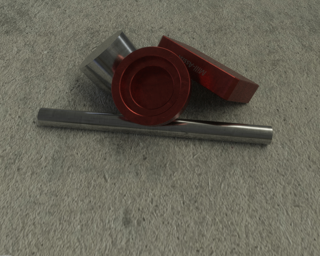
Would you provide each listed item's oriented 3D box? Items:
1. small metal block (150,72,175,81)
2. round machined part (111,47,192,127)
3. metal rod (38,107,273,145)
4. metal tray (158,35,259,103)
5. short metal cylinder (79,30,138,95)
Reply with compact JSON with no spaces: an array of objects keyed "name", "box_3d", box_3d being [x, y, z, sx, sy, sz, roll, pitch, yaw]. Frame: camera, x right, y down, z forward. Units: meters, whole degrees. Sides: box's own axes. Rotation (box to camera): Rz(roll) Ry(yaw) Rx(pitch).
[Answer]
[{"name":"small metal block","box_3d":[-0.001,-0.066,0.442,0.050,0.050,0.025,19,53,15]},{"name":"round machined part","box_3d":[-0.008,-0.050,0.395,0.098,0.042,0.097,-1,85,12]},{"name":"metal rod","box_3d":[-0.009,-0.003,0.407,0.302,0.025,0.025,5,50,4]},{"name":"metal tray","box_3d":[0.066,-0.082,0.438,0.130,0.030,0.091,38,21,27]},{"name":"short metal cylinder","box_3d":[-0.068,-0.093,0.441,0.080,0.050,0.080,-33,26,19]}]
